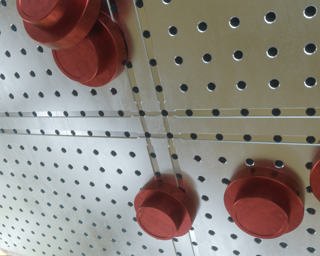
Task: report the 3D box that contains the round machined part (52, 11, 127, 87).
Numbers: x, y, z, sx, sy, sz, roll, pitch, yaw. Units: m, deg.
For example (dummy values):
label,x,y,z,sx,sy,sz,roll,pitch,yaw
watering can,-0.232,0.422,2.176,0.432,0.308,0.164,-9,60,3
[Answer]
label,x,y,z,sx,sy,sz,roll,pitch,yaw
round machined part,-0.095,-0.096,0.389,0.098,0.042,0.097,13,124,20

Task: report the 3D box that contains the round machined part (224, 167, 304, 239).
label,x,y,z,sx,sy,sz,roll,pitch,yaw
round machined part,0.129,0.102,0.394,0.098,0.042,0.097,13,124,20

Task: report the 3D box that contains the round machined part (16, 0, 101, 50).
label,x,y,z,sx,sy,sz,roll,pitch,yaw
round machined part,-0.118,-0.140,0.342,0.098,0.042,0.097,-4,80,25

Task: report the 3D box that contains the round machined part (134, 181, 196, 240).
label,x,y,z,sx,sy,sz,roll,pitch,yaw
round machined part,0.002,0.134,0.481,0.098,0.042,0.097,13,124,20

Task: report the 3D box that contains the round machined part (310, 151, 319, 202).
label,x,y,z,sx,sy,sz,roll,pitch,yaw
round machined part,0.212,0.061,0.326,0.098,0.042,0.097,13,124,20
